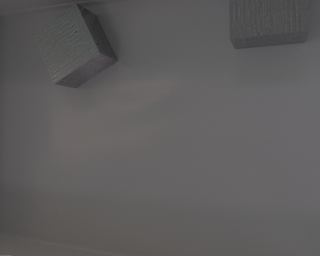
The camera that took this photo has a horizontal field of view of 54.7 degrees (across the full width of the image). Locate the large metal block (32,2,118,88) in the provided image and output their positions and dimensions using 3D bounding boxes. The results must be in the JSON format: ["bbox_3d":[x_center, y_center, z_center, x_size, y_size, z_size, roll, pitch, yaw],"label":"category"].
[{"bbox_3d":[-0.119,-0.113,0.439,0.080,0.050,0.080,-29,81,17],"label":"large metal block"}]

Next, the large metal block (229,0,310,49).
[{"bbox_3d":[0.123,-0.139,0.353,0.080,0.050,0.080,-1,90,20],"label":"large metal block"}]
